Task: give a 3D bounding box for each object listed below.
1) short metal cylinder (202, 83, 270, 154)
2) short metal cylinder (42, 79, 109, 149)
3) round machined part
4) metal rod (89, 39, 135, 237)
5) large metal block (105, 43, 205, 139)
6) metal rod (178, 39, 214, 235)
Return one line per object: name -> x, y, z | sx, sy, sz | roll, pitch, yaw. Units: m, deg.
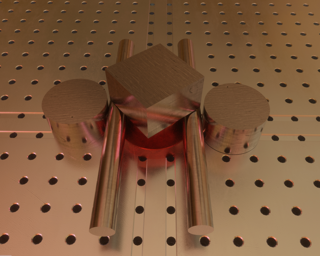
short metal cylinder -> 0.095, -0.013, 0.402 | 0.080, 0.050, 0.080 | 0, 50, 0
short metal cylinder -> -0.107, -0.019, 0.407 | 0.080, 0.050, 0.080 | 0, 50, 0
round machined part -> -0.007, -0.011, 0.406 | 0.099, 0.042, 0.098 | 0, 50, 0
metal rod -> -0.054, -0.015, 0.393 | 0.025, 0.025, 0.300 | 0, 50, 0
large metal block -> -0.007, -0.047, 0.369 | 0.081, 0.050, 0.080 | -31, 57, -24
metal rod -> 0.040, -0.016, 0.394 | 0.025, 0.025, 0.300 | 0, 50, 0
